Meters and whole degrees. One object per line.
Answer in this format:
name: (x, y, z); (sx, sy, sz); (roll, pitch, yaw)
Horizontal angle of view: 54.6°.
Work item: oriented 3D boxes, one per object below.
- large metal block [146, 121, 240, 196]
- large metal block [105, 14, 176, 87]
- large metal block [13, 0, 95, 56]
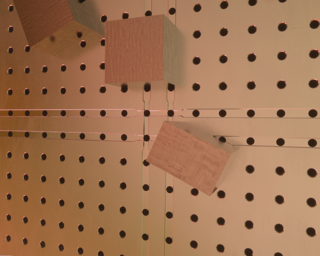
large metal block: (0.042, 0.031, 0.369); (0.080, 0.080, 0.050); (27, 99, 18)
large metal block: (-0.024, -0.097, 0.408); (0.080, 0.050, 0.080); (0, 90, 20)
large metal block: (-0.155, -0.165, 0.455); (0.080, 0.050, 0.080); (-24, 82, 18)
